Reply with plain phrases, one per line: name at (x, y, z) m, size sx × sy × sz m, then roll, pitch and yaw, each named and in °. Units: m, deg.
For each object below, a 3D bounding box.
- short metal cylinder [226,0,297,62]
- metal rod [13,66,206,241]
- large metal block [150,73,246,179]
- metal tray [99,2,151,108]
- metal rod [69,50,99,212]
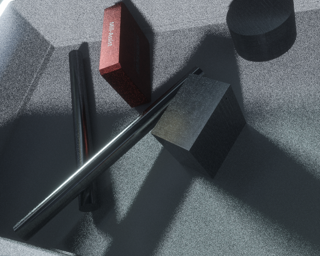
short metal cylinder at (0.132, -0.133, 0.402) m, size 0.080 × 0.050 × 0.080 m, roll -13°, pitch 56°, yaw 20°
metal rod at (-0.055, 0.025, 0.394) m, size 0.301 × 0.025 × 0.025 m, roll -42°, pitch 51°, yaw -11°
large metal block at (0.047, -0.001, 0.345) m, size 0.050 × 0.080 × 0.080 m, roll 24°, pitch 75°, yaw 36°
metal tray at (-0.047, -0.106, 0.452) m, size 0.030 × 0.090 × 0.130 m, roll -16°, pitch 56°, yaw 19°
metal rod at (-0.121, -0.016, 0.477) m, size 0.025 × 0.025 × 0.299 m, roll -25°, pitch 53°, yaw 13°
